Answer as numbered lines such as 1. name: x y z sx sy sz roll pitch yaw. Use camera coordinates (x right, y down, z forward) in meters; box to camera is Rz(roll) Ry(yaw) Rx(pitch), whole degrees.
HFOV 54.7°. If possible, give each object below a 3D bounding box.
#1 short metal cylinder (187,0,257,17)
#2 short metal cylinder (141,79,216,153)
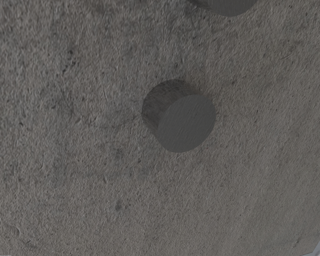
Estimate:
1. short metal cylinder: 0.066 -0.163 0.325 0.081 0.050 0.079 -14 124 -21
2. short metal cylinder: 0.023 -0.015 0.393 0.081 0.050 0.079 -14 124 -21
